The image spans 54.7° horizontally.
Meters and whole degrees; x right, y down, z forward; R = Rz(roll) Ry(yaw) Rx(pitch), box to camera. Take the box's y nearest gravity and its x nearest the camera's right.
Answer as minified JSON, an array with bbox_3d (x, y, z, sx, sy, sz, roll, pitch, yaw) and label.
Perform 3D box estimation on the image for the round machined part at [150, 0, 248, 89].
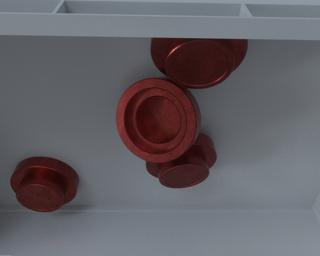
[{"bbox_3d":[0.039,-0.077,0.317,0.099,0.042,0.098,1,146,1],"label":"round machined part"}]

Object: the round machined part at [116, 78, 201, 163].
[{"bbox_3d":[0.001,-0.011,0.369,0.098,0.042,0.097,4,101,20],"label":"round machined part"}]

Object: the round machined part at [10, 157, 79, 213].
[{"bbox_3d":[-0.178,0.092,0.474,0.099,0.042,0.097,-1,130,0],"label":"round machined part"}]

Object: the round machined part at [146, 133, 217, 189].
[{"bbox_3d":[0.030,0.050,0.426,0.099,0.042,0.097,-6,144,-4],"label":"round machined part"}]
